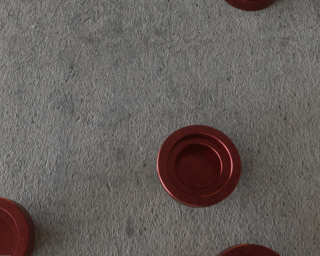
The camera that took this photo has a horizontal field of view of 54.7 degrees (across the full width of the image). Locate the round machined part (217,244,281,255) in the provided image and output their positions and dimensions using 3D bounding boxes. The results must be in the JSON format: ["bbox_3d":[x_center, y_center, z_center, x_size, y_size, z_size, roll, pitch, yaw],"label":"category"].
[{"bbox_3d":[0.096,0.177,0.335,0.099,0.042,0.098,0,70,0],"label":"round machined part"}]

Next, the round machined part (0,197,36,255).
[{"bbox_3d":[-0.190,0.129,0.350,0.099,0.042,0.098,0,70,0],"label":"round machined part"}]

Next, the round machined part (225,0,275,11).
[{"bbox_3d":[0.144,-0.237,0.487,0.099,0.042,0.098,0,70,0],"label":"round machined part"}]

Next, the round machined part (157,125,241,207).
[{"bbox_3d":[0.046,0.049,0.381,0.099,0.042,0.098,0,70,0],"label":"round machined part"}]
